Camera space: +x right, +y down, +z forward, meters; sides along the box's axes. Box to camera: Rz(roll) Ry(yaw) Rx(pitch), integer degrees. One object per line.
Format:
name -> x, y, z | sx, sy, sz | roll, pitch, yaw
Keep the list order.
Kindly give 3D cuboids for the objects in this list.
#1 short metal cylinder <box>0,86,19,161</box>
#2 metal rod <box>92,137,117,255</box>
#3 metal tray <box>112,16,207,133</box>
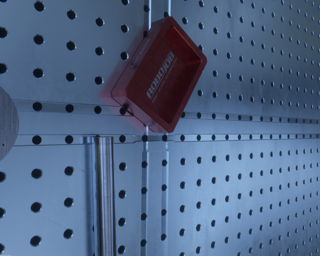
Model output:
short metal cylinder -> -0.166, -0.004, 0.254 | 0.081, 0.050, 0.079 | 0, 90, -40
metal rod -> -0.062, 0.159, 0.358 | 0.025, 0.025, 0.298 | -2, 92, -40
metal tray -> 0.005, -0.069, 0.411 | 0.090, 0.030, 0.130 | 41, 65, -33
